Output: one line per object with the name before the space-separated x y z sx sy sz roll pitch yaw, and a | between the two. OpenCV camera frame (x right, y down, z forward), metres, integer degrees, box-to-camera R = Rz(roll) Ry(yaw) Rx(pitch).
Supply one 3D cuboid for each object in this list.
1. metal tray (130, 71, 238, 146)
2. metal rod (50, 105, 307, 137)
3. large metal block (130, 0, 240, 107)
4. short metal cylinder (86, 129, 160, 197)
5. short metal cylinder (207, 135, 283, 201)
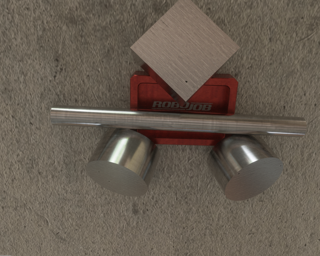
metal tray | 0.028 -0.025 0.400 0.131 0.030 0.089 2 110 -1
metal rod | 0.023 -0.008 0.376 0.302 0.025 0.025 3 110 -2
large metal block | 0.026 -0.082 0.345 0.080 0.050 0.080 45 87 2
short metal cylinder | -0.046 0.045 0.394 0.080 0.050 0.080 13 143 11
short metal cylinder | 0.108 0.049 0.399 0.081 0.050 0.079 -14 135 -14
